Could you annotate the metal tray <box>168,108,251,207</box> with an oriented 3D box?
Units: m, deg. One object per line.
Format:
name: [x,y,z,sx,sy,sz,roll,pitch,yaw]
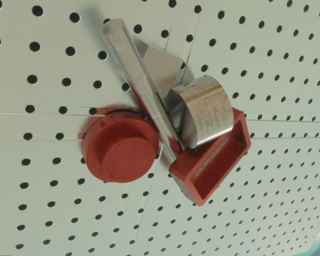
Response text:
metal tray: [0.078,0.041,0.450,0.130,0.030,0.090,-47,139,-16]

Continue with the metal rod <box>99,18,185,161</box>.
metal rod: [0.004,-0.002,0.392,0.025,0.025,0.299,-35,137,-6]

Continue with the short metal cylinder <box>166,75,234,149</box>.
short metal cylinder: [0.048,-0.021,0.391,0.050,0.080,0.080,-23,127,-15]

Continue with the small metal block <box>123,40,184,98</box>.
small metal block: [-0.008,-0.069,0.366,0.050,0.025,0.050,14,111,-34]

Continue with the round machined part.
round machined part: [-0.045,0.031,0.395,0.099,0.042,0.097,-14,125,-21]
